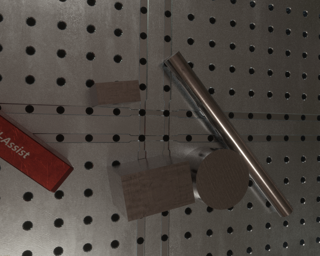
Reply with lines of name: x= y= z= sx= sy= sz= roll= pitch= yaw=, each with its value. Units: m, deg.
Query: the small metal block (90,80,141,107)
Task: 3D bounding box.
small metal block: x=-0.056 y=-0.041 z=0.379 sx=0.050 sy=0.050 sz=0.025 roll=-7 pitch=93 yaw=-20

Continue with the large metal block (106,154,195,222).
large metal block: x=-0.014 y=0.068 z=0.379 sx=0.081 sy=0.080 sz=0.050 roll=-10 pitch=94 yaw=-20

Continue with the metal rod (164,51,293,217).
metal rod: x=0.107 y=0.017 z=0.453 sx=0.025 sy=0.025 sz=0.300 roll=-42 pitch=104 yaw=-15

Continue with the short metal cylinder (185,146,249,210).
short metal cylinder: x=0.075 y=0.067 z=0.428 sx=0.081 sy=0.050 sz=0.079 roll=0 pitch=90 yaw=-21

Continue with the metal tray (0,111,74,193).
metal tray: x=-0.155 y=0.011 z=0.321 sx=0.130 sy=0.090 sz=0.030 roll=41 pitch=77 yaw=-16
